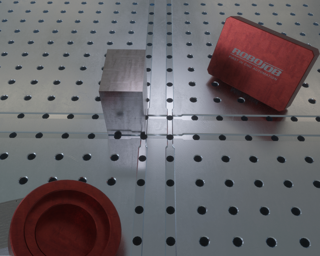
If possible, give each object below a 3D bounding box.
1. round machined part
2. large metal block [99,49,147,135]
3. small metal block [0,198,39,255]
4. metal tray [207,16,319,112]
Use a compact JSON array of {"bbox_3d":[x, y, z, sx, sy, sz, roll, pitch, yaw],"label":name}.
[{"bbox_3d":[-0.090,0.102,0.295,0.099,0.042,0.098,17,45,-18],"label":"round machined part"},{"bbox_3d":[-0.045,-0.047,0.411,0.050,0.080,0.080,1,50,0],"label":"large metal block"},{"bbox_3d":[-0.155,0.104,0.319,0.050,0.025,0.050,-11,51,-9],"label":"small metal block"},{"bbox_3d":[0.141,-0.094,0.442,0.130,0.089,0.030,34,35,25],"label":"metal tray"}]
